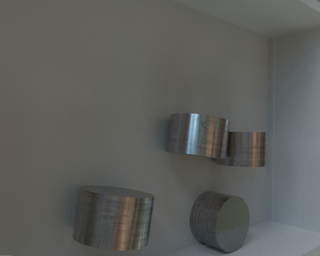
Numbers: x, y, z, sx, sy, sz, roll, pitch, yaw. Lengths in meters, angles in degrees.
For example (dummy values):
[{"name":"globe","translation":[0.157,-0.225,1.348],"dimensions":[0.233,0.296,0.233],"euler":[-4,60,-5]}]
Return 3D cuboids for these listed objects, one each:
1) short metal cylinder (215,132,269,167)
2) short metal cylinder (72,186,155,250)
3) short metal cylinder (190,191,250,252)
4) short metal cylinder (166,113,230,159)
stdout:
[{"name":"short metal cylinder","translation":[0.126,0.031,0.479],"dimensions":[0.081,0.080,0.050],"euler":[1,89,-40]},{"name":"short metal cylinder","translation":[-0.049,0.093,0.332],"dimensions":[0.081,0.080,0.050],"euler":[13,82,-40]},{"name":"short metal cylinder","translation":[0.091,0.140,0.470],"dimensions":[0.081,0.050,0.079],"euler":[0,90,-40]},{"name":"short metal cylinder","translation":[0.050,0.012,0.415],"dimensions":[0.081,0.080,0.050],"euler":[12,82,-40]}]
